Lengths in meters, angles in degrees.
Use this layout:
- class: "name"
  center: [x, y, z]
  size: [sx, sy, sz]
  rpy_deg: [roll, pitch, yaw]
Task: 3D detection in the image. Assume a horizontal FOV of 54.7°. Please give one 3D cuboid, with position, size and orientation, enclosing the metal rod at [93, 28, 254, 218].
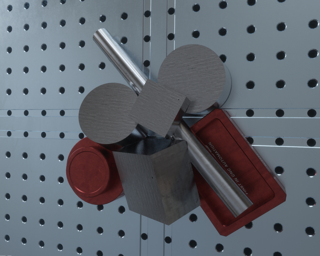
- class: "metal rod"
  center: [0.003, -0.022, 0.381]
  size: [0.025, 0.025, 0.300]
  rpy_deg: [-45, 67, 14]

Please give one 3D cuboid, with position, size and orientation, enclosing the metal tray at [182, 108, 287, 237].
- class: "metal tray"
  center: [0.077, 0.052, 0.379]
  size: [0.090, 0.030, 0.130]
  rpy_deg: [-38, 78, 16]

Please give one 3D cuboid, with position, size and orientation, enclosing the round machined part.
- class: "round machined part"
  center: [-0.090, 0.059, 0.430]
  size: [0.098, 0.042, 0.097]
  rpy_deg: [0, 90, 19]

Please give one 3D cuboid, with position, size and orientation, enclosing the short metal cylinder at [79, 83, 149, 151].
- class: "short metal cylinder"
  center: [-0.057, -0.012, 0.404]
  size: [0.080, 0.050, 0.080]
  rpy_deg: [-3, 73, 10]

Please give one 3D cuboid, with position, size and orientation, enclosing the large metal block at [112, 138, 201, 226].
- class: "large metal block"
  center: [-0.005, 0.059, 0.369]
  size: [0.080, 0.050, 0.080]
  rpy_deg: [-1, 107, 53]

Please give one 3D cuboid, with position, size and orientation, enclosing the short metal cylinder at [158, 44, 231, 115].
- class: "short metal cylinder"
  center: [0.044, -0.057, 0.380]
  size: [0.080, 0.050, 0.079]
  rpy_deg: [0, 90, 20]

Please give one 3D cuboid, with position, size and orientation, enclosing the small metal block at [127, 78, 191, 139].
- class: "small metal block"
  center: [-0.001, -0.021, 0.353]
  size: [0.050, 0.025, 0.050]
  rpy_deg: [28, 91, 18]
